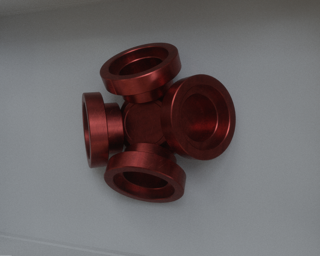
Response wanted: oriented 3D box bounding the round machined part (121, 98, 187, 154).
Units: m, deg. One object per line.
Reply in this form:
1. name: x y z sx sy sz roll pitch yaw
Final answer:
1. round machined part: -0.011 -0.006 0.402 0.098 0.042 0.097 0 90 19

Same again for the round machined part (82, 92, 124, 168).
1. round machined part: -0.075 0.002 0.405 0.042 0.098 0.097 -5 88 -18

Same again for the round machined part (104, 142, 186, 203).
1. round machined part: -0.016 0.054 0.384 0.098 0.098 0.042 -1 54 19

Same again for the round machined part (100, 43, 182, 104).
1. round machined part: -0.021 -0.066 0.386 0.098 0.098 0.042 -4 127 19

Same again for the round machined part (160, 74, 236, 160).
1. round machined part: 0.040 -0.012 0.366 0.042 0.099 0.097 -4 89 55
